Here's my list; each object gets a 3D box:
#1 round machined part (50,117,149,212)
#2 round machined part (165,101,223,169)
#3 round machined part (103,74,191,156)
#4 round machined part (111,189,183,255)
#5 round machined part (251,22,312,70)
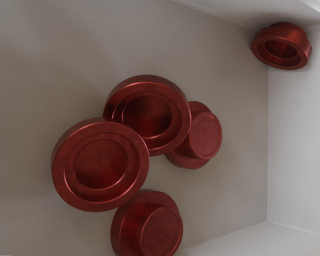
[{"bbox_3d":[-0.064,0.035,0.329,0.099,0.042,0.097,-7,108,-22],"label":"round machined part"},{"bbox_3d":[0.051,0.010,0.441,0.099,0.042,0.097,0,90,-40],"label":"round machined part"},{"bbox_3d":[-0.015,-0.017,0.362,0.098,0.098,0.042,53,18,-28],"label":"round machined part"},{"bbox_3d":[-0.009,0.129,0.390,0.099,0.042,0.097,0,90,-40],"label":"round machined part"},{"bbox_3d":[0.214,-0.145,0.538,0.098,0.098,0.042,34,77,-35],"label":"round machined part"}]
